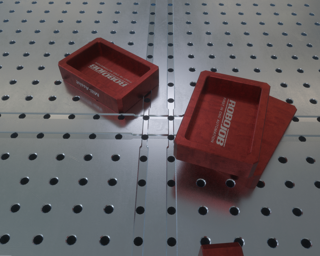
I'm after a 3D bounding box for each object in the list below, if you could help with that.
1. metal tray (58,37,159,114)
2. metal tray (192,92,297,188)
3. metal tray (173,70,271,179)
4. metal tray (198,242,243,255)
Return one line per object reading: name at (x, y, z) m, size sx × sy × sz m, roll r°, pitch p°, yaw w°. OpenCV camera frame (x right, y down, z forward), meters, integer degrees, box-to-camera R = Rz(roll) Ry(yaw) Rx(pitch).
metal tray at (-0.078, -0.085, 0.475) m, size 0.130 × 0.030 × 0.090 m, roll 31°, pitch 56°, yaw 23°
metal tray at (0.109, 0.004, 0.402) m, size 0.090 × 0.030 × 0.131 m, roll 28°, pitch 55°, yaw 21°
metal tray at (0.078, -0.011, 0.374) m, size 0.090 × 0.030 × 0.130 m, roll 14°, pitch 51°, yaw 12°
metal tray at (0.051, 0.164, 0.228) m, size 0.030 × 0.090 × 0.130 m, roll -3°, pitch 50°, yaw -3°
